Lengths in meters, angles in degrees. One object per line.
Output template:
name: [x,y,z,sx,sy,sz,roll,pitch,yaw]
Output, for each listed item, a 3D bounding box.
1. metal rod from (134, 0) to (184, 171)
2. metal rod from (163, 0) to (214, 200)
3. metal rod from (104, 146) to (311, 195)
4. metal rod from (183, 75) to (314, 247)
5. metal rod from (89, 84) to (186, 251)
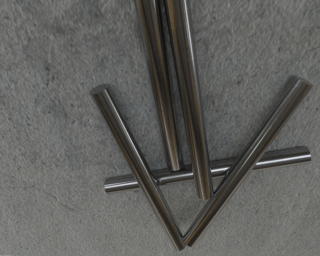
metal rod: [0.000,-0.059,0.356,0.025,0.025,0.298,-7,130,5]
metal rod: [0.039,-0.024,0.369,0.025,0.025,0.298,-8,125,6]
metal rod: [0.065,0.065,0.463,0.301,0.025,0.025,-10,130,8]
metal rod: [0.108,0.063,0.430,0.025,0.025,0.298,19,118,-16]
metal rod: [-0.020,0.073,0.440,0.025,0.025,0.299,-16,120,13]
